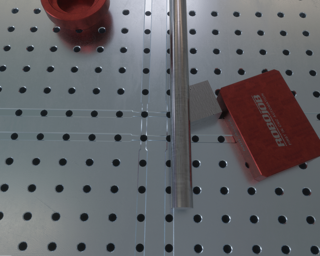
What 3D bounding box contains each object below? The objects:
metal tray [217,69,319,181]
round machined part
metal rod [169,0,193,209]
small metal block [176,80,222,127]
[{"bbox_3d":[0.143,-0.006,0.412,0.091,0.030,0.130,-20,71,-7],"label":"metal tray"},{"bbox_3d":[-0.125,-0.190,0.471,0.099,0.042,0.098,0,70,0],"label":"round machined part"},{"bbox_3d":[0.026,-0.049,0.403,0.025,0.025,0.299,0,69,0],"label":"metal rod"},{"bbox_3d":[0.050,-0.032,0.424,0.050,0.025,0.050,-18,71,-7],"label":"small metal block"}]
